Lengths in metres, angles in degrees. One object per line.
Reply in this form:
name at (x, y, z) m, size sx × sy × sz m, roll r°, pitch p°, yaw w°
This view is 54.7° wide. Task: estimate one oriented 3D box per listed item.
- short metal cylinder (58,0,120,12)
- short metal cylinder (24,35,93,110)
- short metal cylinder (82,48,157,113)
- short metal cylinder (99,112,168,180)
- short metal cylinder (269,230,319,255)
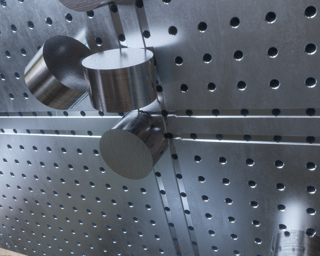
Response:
short metal cylinder at (-0.075, -0.169, 0.328) m, size 0.080 × 0.050 × 0.079 m, roll 13°, pitch 124°, yaw 20°
short metal cylinder at (-0.122, -0.070, 0.395) m, size 0.050 × 0.080 × 0.080 m, roll -31°, pitch 101°, yaw 37°
short metal cylinder at (-0.046, -0.058, 0.362) m, size 0.080 × 0.080 × 0.050 m, roll 8°, pitch 122°, yaw 23°
short metal cylinder at (-0.035, 0.024, 0.427) m, size 0.080 × 0.050 × 0.079 m, roll 13°, pitch 124°, yaw 20°
short metal cylinder at (0.186, 0.183, 0.410) m, size 0.080 × 0.050 × 0.079 m, roll 13°, pitch 124°, yaw 20°
